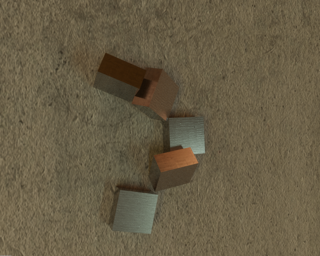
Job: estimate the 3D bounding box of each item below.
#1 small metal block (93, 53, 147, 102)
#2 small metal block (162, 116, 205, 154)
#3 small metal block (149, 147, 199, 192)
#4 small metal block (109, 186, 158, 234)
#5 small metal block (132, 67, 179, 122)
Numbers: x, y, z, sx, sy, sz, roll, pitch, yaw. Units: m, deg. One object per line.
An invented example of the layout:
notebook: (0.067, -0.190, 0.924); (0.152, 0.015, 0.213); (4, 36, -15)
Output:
small metal block: (-0.050, -0.059, 0.372); (0.050, 0.050, 0.025); (22, 71, -12)
small metal block: (0.032, 0.010, 0.421); (0.050, 0.025, 0.050); (-3, 92, -20)
small metal block: (0.016, 0.054, 0.399); (0.050, 0.050, 0.025); (-11, 54, -20)
small metal block: (-0.034, 0.105, 0.396); (0.050, 0.025, 0.050); (12, 86, -20)
small metal block: (-0.004, -0.041, 0.391); (0.050, 0.025, 0.050); (37, 69, -56)
